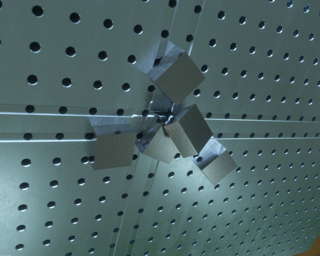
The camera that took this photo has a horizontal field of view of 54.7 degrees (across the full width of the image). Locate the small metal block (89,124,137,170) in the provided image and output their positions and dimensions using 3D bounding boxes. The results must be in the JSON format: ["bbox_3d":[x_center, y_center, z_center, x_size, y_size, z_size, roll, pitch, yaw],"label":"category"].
[{"bbox_3d":[-0.061,0.023,0.394,0.050,0.025,0.050,-4,120,-27],"label":"small metal block"}]

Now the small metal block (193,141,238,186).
[{"bbox_3d":[0.090,0.058,0.499,0.050,0.025,0.050,-40,130,-1],"label":"small metal block"}]

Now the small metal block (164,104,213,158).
[{"bbox_3d":[0.039,0.004,0.409,0.050,0.025,0.050,58,43,-12],"label":"small metal block"}]

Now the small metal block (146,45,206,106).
[{"bbox_3d":[0.020,-0.064,0.384,0.050,0.025,0.050,-44,130,2],"label":"small metal block"}]

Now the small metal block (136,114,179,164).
[{"bbox_3d":[0.003,0.016,0.425,0.050,0.025,0.050,26,104,-38],"label":"small metal block"}]
